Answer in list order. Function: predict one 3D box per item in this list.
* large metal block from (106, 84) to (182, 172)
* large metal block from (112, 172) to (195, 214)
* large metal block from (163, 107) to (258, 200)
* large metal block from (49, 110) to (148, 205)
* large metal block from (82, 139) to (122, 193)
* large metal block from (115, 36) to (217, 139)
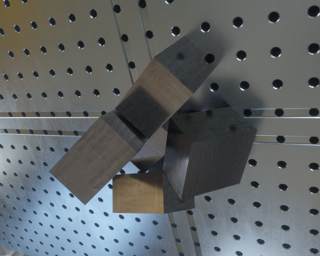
[{"bbox_3d":[-0.019,0.000,0.407,0.080,0.050,0.080,43,129,-2],"label":"large metal block"},{"bbox_3d":[-0.008,0.088,0.425,0.080,0.080,0.050,-9,78,32],"label":"large metal block"},{"bbox_3d":[0.054,0.027,0.355,0.050,0.081,0.079,-127,35,-47],"label":"large metal block"},{"bbox_3d":[-0.061,0.026,0.343,0.050,0.080,0.080,44,104,-2],"label":"large metal block"},{"bbox_3d":[-0.085,0.038,0.443,0.050,0.080,0.080,44,129,-2],"label":"large metal block"},{"bbox_3d":[0.008,-0.046,0.344,0.050,0.080,0.080,43,129,-2],"label":"large metal block"}]
